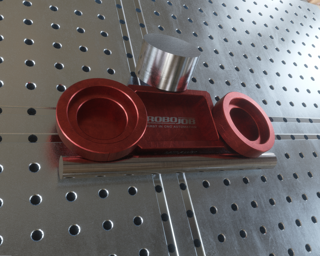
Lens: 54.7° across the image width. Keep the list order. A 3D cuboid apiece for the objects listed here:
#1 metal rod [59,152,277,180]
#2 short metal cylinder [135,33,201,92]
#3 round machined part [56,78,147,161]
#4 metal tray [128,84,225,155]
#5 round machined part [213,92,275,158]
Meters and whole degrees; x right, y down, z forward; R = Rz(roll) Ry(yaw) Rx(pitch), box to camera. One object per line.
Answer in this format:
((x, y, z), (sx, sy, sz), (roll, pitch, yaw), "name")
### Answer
((0.031, 0.045, 0.392), (0.303, 0.025, 0.025), (2, 61, -28), "metal rod")
((0.010, -0.092, 0.430), (0.081, 0.050, 0.080), (14, 31, -8), "short metal cylinder")
((-0.067, -0.006, 0.354), (0.099, 0.042, 0.098), (9, 57, -14), "round machined part")
((0.017, -0.009, 0.414), (0.131, 0.030, 0.090), (1, 62, -28), "metal tray")
((0.115, -0.001, 0.448), (0.099, 0.042, 0.098), (20, 50, -25), "round machined part")
